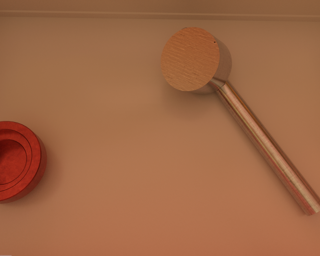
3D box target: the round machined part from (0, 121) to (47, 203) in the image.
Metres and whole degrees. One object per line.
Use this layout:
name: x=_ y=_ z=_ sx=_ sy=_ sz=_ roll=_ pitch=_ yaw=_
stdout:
round machined part: x=-0.189 y=0.044 z=0.382 sx=0.099 sy=0.042 sz=0.098 roll=0 pitch=70 yaw=-1

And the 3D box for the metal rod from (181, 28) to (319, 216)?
metal rod: x=0.111 y=-0.020 z=0.418 sx=0.025 sy=0.025 sz=0.299 roll=-30 pitch=73 yaw=-11

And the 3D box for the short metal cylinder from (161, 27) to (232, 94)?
short metal cylinder: x=0.048 y=-0.086 z=0.409 sx=0.080 sy=0.050 sz=0.079 roll=0 pitch=90 yaw=29
